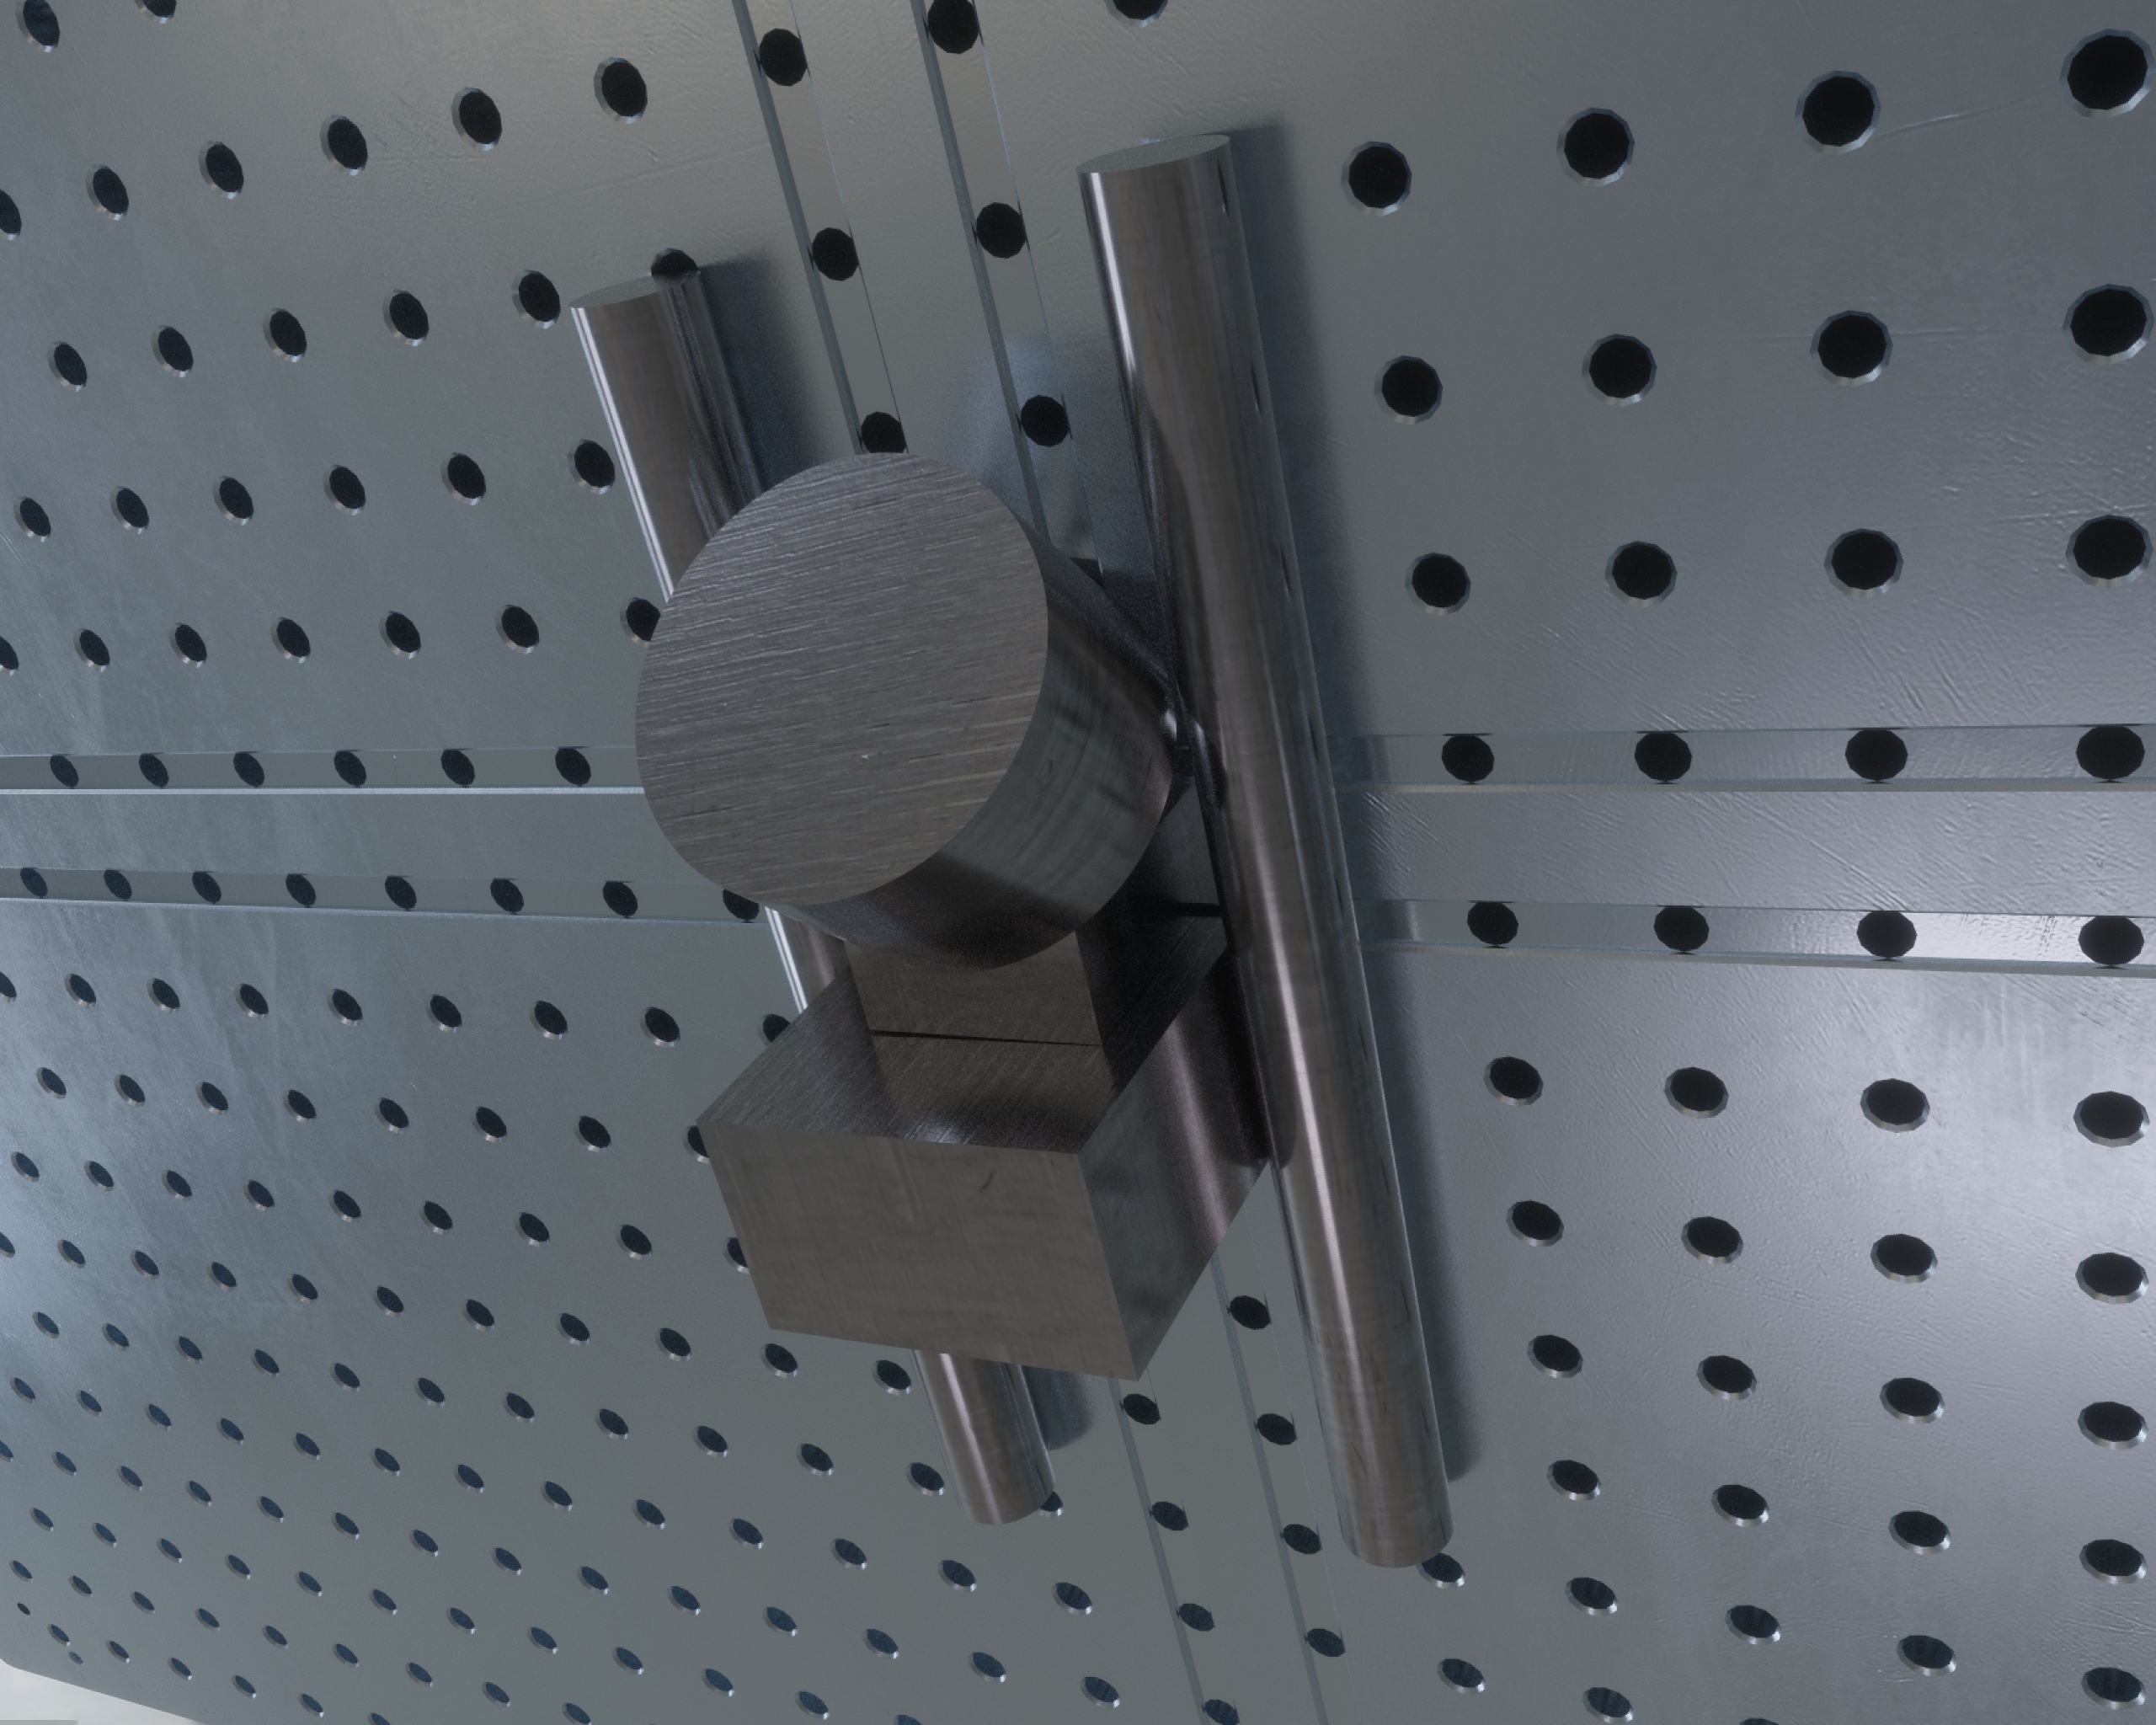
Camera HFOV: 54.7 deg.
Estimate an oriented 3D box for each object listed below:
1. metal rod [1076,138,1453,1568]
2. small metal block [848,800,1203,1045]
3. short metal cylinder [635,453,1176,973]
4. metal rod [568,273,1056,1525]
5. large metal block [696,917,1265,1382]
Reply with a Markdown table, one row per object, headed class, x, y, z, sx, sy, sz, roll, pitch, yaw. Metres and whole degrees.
| class | x | y | z | sx | sy | sz | roll | pitch | yaw |
| --- | --- | --- | --- | --- | --- | --- | --- | --- | --- |
| metal rod | 0.042 | 0.017 | 0.400 | 0.025 | 0.025 | 0.298 | 2 | 119 | 27 |
| small metal block | -0.010 | 0.010 | 0.406 | 0.050 | 0.050 | 0.025 | 1 | 119 | 27 |
| short metal cylinder | -0.030 | -0.025 | 0.368 | 0.080 | 0.050 | 0.080 | -8 | 71 | 25 |
| metal rod | -0.050 | 0.024 | 0.452 | 0.025 | 0.025 | 0.298 | 1 | 119 | 28 |
| large metal block | -0.013 | 0.051 | 0.411 | 0.080 | 0.080 | 0.050 | 1 | 119 | 28 |
